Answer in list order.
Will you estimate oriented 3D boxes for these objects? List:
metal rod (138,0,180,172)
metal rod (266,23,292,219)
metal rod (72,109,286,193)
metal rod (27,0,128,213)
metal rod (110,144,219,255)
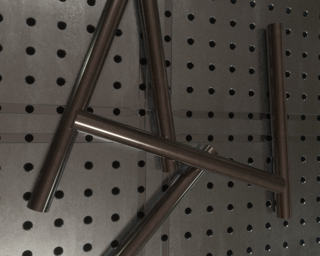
[{"bbox_3d":[-0.006,-0.090,0.411,0.025,0.025,0.298,-9,93,-20],"label":"metal rod"},{"bbox_3d":[0.186,-0.010,0.483,0.025,0.025,0.298,-4,91,-20],"label":"metal rod"},{"bbox_3d":[0.039,0.036,0.400,0.302,0.025,0.025,19,84,-20],"label":"metal rod"},{"bbox_3d":[-0.094,-0.046,0.378,0.025,0.025,0.299,21,83,-19],"label":"metal rod"},{"bbox_3d":[-0.025,0.139,0.404,0.025,0.025,0.301,46,75,-15],"label":"metal rod"}]
